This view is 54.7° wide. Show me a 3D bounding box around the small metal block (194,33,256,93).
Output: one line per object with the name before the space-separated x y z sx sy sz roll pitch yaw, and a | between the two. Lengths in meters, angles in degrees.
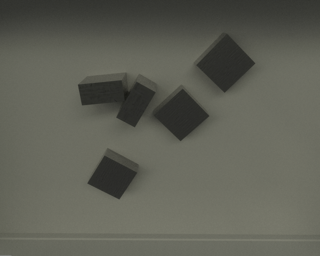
small metal block | 0.079 -0.081 0.383 0.050 0.025 0.050 41 105 -14

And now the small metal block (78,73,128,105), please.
small metal block | -0.067 -0.049 0.379 0.050 0.050 0.025 -6 110 1

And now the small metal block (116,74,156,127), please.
small metal block | -0.028 -0.035 0.385 0.025 0.050 0.050 29 107 -10

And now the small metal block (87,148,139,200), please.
small metal block | -0.065 0.064 0.434 0.050 0.025 0.050 30 107 -11

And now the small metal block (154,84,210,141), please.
small metal block | 0.027 -0.020 0.404 0.050 0.025 0.050 -42 105 13
